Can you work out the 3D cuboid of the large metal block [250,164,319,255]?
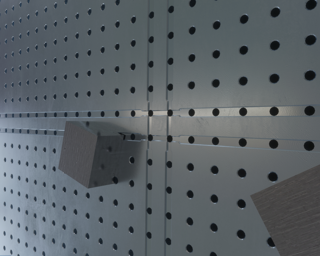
[{"bbox_3d":[0.143,0.078,0.276,0.080,0.050,0.080,-36,68,34],"label":"large metal block"}]

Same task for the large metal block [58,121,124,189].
[{"bbox_3d":[-0.109,0.038,0.485,0.080,0.050,0.080,21,103,38],"label":"large metal block"}]
